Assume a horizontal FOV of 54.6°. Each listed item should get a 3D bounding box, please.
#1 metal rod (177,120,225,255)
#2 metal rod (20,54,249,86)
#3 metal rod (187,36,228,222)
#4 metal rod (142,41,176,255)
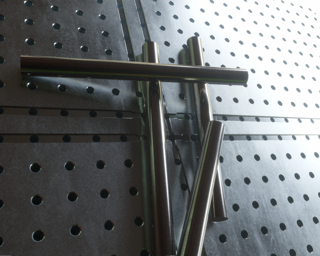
[{"bbox_3d":[0.035,0.119,0.336,0.025,0.025,0.300,26,58,-13],"label":"metal rod"},{"bbox_3d":[-0.020,-0.075,0.413,0.302,0.025,0.025,0,62,-18],"label":"metal rod"},{"bbox_3d":[0.064,-0.018,0.452,0.025,0.025,0.299,11,57,-22],"label":"metal rod"},{"bbox_3d":[-0.005,0.006,0.400,0.025,0.025,0.299,10,58,-23],"label":"metal rod"}]
